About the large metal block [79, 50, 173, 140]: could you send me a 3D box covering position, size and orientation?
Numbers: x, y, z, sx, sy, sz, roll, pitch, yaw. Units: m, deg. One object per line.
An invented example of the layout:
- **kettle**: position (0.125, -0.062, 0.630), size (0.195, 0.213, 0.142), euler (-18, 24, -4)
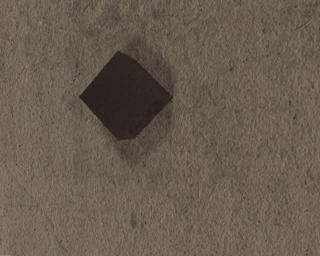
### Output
- **large metal block**: position (-0.044, -0.041, 0.410), size (0.080, 0.050, 0.080), euler (47, 104, 13)
